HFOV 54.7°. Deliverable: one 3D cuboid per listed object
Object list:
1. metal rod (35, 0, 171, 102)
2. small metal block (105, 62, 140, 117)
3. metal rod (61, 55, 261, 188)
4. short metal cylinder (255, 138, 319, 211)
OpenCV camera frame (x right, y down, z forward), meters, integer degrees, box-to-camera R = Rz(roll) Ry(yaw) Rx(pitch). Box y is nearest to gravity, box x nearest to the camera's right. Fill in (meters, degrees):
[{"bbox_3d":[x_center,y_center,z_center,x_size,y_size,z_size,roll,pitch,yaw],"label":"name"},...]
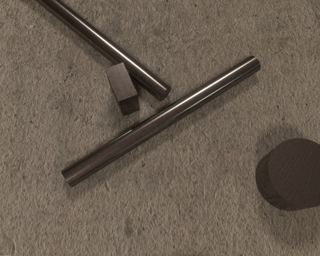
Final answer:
[{"bbox_3d":[-0.105,-0.140,0.457,0.300,0.025,0.025,40,75,13],"label":"metal rod"},{"bbox_3d":[-0.049,-0.050,0.413,0.025,0.050,0.050,-22,72,-8],"label":"small metal block"},{"bbox_3d":[0.010,-0.015,0.413,0.301,0.025,0.025,-32,73,-11],"label":"metal rod"},{"bbox_3d":[0.164,0.058,0.376,0.081,0.050,0.080,0,70,0],"label":"short metal cylinder"}]
